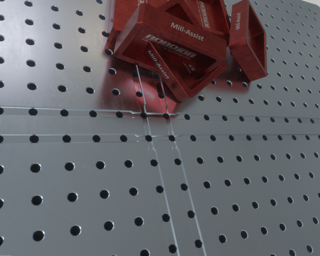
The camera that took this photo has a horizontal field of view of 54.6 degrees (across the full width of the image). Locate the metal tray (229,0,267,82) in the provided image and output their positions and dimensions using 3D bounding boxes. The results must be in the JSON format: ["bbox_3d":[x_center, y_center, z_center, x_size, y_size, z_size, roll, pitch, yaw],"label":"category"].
[{"bbox_3d":[0.162,-0.160,0.564,0.090,0.030,0.130,43,45,-36],"label":"metal tray"}]

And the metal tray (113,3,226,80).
[{"bbox_3d":[0.013,-0.109,0.426,0.131,0.090,0.030,16,67,-24],"label":"metal tray"}]

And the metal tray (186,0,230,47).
[{"bbox_3d":[0.082,-0.213,0.577,0.091,0.030,0.130,7,59,-24],"label":"metal tray"}]

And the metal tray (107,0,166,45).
[{"bbox_3d":[-0.033,-0.179,0.496,0.091,0.030,0.130,12,57,-22],"label":"metal tray"}]

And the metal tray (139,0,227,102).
[{"bbox_3d":[0.029,-0.116,0.455,0.090,0.030,0.130,-41,100,-25],"label":"metal tray"}]
